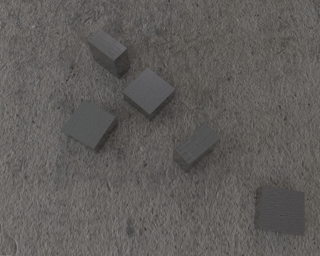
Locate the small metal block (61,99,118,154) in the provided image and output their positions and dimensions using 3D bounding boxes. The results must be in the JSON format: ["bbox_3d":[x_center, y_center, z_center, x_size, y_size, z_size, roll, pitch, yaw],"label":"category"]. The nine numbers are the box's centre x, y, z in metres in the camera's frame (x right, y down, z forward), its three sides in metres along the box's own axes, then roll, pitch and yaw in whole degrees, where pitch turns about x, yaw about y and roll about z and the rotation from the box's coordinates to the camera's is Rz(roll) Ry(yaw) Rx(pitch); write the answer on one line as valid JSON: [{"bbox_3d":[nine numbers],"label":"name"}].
[{"bbox_3d":[-0.091,-0.002,0.408,0.050,0.025,0.050,29,72,10],"label":"small metal block"}]

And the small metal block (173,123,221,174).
[{"bbox_3d":[0.044,0.026,0.385,0.050,0.050,0.025,-39,75,-13],"label":"small metal block"}]

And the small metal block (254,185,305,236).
[{"bbox_3d":[0.143,0.100,0.373,0.050,0.025,0.050,9,70,3],"label":"small metal block"}]

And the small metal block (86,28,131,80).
[{"bbox_3d":[-0.070,-0.102,0.432,0.050,0.050,0.025,38,75,13],"label":"small metal block"}]

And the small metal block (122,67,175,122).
[{"bbox_3d":[-0.015,-0.046,0.425,0.050,0.025,0.050,40,75,13],"label":"small metal block"}]
